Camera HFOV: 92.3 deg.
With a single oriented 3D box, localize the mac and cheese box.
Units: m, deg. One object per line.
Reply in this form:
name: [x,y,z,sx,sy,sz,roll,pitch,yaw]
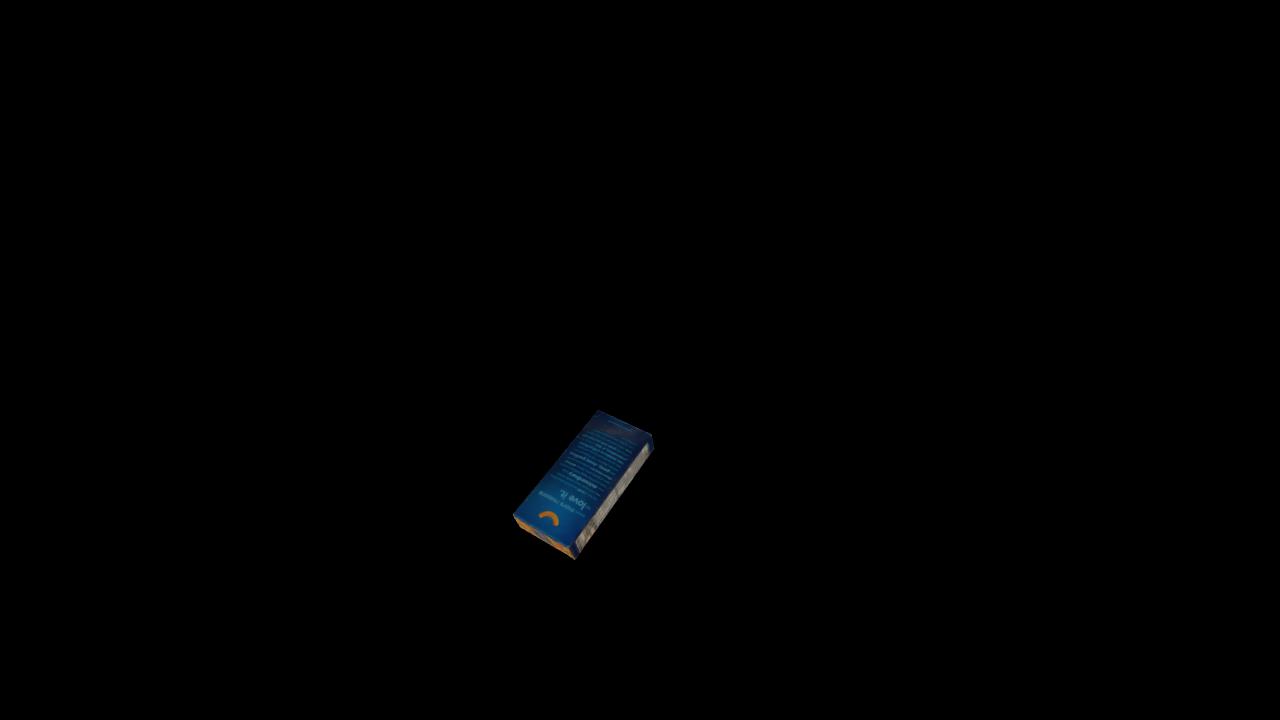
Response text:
mac and cheese box: [-0.068,0.155,0.793,0.093,0.041,0.184,22,55,27]
